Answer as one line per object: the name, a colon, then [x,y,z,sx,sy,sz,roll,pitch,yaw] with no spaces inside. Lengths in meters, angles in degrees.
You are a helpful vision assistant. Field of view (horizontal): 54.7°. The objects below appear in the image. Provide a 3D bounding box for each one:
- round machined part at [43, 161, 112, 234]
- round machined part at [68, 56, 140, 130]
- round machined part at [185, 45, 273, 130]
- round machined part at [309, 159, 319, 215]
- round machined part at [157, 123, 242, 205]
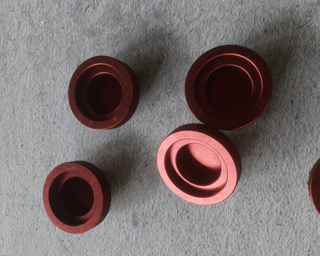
round machined part: [-0.112,0.095,0.439,0.098,0.042,0.097,0,90,20]
round machined part: [-0.072,-0.047,0.425,0.098,0.042,0.097,0,90,20]
round machined part: [0.082,-0.045,0.369,0.098,0.042,0.097,-1,88,19]
round machined part: [0.212,0.067,0.325,0.098,0.042,0.097,0,90,20]
round machined part: [0.049,0.039,0.370,0.098,0.042,0.097,12,118,24]
